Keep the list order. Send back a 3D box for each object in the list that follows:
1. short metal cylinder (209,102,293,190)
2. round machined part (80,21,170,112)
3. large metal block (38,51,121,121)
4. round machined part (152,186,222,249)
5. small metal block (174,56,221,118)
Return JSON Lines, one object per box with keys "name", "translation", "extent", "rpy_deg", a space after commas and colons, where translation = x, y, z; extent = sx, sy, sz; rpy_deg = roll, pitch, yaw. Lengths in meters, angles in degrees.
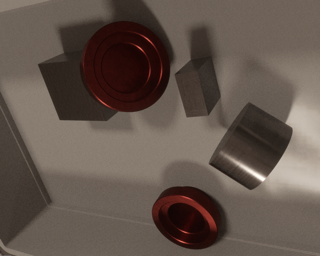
{"name": "short metal cylinder", "translation": [0.096, 0.019, 0.334], "extent": [0.050, 0.080, 0.079], "rpy_deg": [33, 128, 6]}
{"name": "round machined part", "translation": [-0.042, -0.067, 0.353], "extent": [0.098, 0.099, 0.042], "rpy_deg": [61, 161, -16]}
{"name": "large metal block", "translation": [-0.099, -0.056, 0.407], "extent": [0.080, 0.050, 0.079], "rpy_deg": [2, 119, 28]}
{"name": "round machined part", "translation": [0.041, 0.124, 0.450], "extent": [0.098, 0.042, 0.097], "rpy_deg": [12, 121, 21]}
{"name": "small metal block", "translation": [0.043, -0.046, 0.341], "extent": [0.025, 0.050, 0.050], "rpy_deg": [-4, 117, 30]}
